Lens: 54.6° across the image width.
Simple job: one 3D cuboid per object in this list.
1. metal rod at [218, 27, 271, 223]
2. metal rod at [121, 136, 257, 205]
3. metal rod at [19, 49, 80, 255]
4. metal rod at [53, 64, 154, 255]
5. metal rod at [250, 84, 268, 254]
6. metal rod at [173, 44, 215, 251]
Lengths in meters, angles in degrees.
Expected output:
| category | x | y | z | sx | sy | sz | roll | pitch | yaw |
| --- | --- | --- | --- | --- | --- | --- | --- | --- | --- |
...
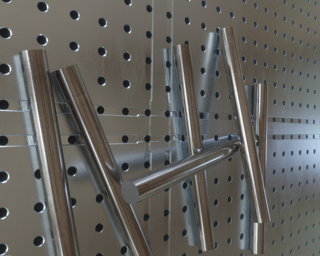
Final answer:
| category | x | y | z | sx | sy | sz | roll | pitch | yaw |
| --- | --- | --- | --- | --- | --- | --- | --- | --- | --- |
| metal rod | 0.127 | -0.010 | 0.475 | 0.025 | 0.025 | 0.299 | -1 | 79 | -40 |
| metal rod | 0.064 | 0.043 | 0.424 | 0.302 | 0.025 | 0.025 | -13 | 99 | -50 |
| metal rod | -0.105 | 0.072 | 0.320 | 0.025 | 0.025 | 0.298 | -13 | 98 | -39 |
| metal rod | -0.052 | 0.073 | 0.364 | 0.025 | 0.025 | 0.299 | -31 | 109 | -36 |
| metal rod | 0.178 | 0.071 | 0.556 | 0.025 | 0.025 | 0.298 | 3 | 88 | -40 |
| metal rod | 0.050 | 0.032 | 0.449 | 0.025 | 0.025 | 0.298 | -13 | 99 | -39 |
